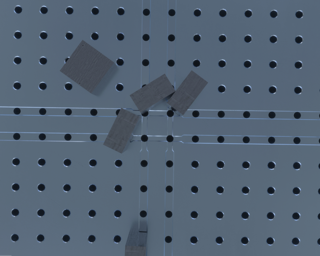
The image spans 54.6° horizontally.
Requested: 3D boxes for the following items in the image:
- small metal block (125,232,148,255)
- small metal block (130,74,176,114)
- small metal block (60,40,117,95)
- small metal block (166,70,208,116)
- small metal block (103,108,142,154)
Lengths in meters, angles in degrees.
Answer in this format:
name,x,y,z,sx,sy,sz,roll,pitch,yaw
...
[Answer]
name,x,y,z,sx,sy,sz,roll,pitch,yaw
small metal block,-0.031,0.168,0.401,0.025,0.050,0.050,3,90,0
small metal block,-0.009,-0.042,0.401,0.050,0.050,0.025,-32,90,0
small metal block,-0.094,-0.079,0.413,0.050,0.025,0.050,36,90,0
small metal block,0.033,-0.043,0.401,0.025,0.050,0.050,37,90,-1
small metal block,-0.047,0.003,0.401,0.025,0.050,0.050,26,90,0
